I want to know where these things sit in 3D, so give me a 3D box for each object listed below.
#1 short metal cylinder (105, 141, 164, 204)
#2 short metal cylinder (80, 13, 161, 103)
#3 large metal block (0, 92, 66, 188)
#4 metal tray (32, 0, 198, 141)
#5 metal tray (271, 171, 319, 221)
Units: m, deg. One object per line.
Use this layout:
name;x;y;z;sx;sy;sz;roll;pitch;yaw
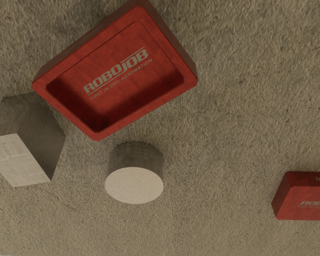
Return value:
short metal cylinder;-0.035;0.065;0.445;0.081;0.050;0.079;0;130;0
short metal cylinder;-0.039;-0.074;0.328;0.081;0.050;0.079;0;130;0
large metal block;-0.164;0.013;0.381;0.050;0.080;0.080;-10;130;8
metal tray;-0.042;-0.049;0.295;0.130;0.030;0.090;-29;125;22
metal tray;0.260;0.112;0.502;0.131;0.030;0.089;2;130;-2
